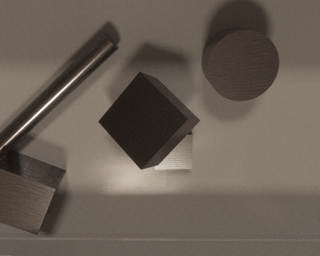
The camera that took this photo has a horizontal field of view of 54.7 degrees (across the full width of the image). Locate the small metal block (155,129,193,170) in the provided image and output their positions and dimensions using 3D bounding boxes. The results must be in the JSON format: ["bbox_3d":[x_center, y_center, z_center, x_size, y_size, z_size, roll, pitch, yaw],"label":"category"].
[{"bbox_3d":[0.018,0.028,0.422,0.050,0.025,0.050,-1,110,0],"label":"small metal block"}]

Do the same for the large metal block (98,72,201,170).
[{"bbox_3d":[-0.013,-0.008,0.377,0.080,0.050,0.080,46,105,16],"label":"large metal block"}]

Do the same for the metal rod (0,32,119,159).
[{"bbox_3d":[-0.171,-0.012,0.404,0.300,0.025,0.025,-40,106,13],"label":"metal rod"}]

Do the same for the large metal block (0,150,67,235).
[{"bbox_3d":[-0.188,0.088,0.428,0.080,0.050,0.079,23,108,-9],"label":"large metal block"}]

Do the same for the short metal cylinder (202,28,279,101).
[{"bbox_3d":[0.093,-0.077,0.371,0.081,0.050,0.079,0,110,-1],"label":"short metal cylinder"}]
